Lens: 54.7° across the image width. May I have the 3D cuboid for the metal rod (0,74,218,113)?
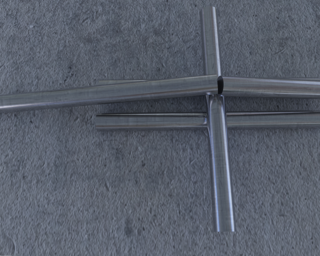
[{"bbox_3d":[-0.080,-0.042,0.397,0.302,0.025,0.025,-4,70,8],"label":"metal rod"}]

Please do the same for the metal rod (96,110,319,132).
[{"bbox_3d":[0.068,-0.010,0.413,0.302,0.025,0.025,-1,70,-1],"label":"metal rod"}]

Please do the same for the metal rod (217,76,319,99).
[{"bbox_3d":[0.221,-0.049,0.404,0.302,0.025,0.025,1,70,-11],"label":"metal rod"}]

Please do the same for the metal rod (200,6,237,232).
[{"bbox_3d":[0.071,-0.026,0.393,0.025,0.025,0.299,0,70,-1],"label":"metal rod"}]

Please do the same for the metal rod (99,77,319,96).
[{"bbox_3d":[0.068,-0.056,0.430,0.302,0.025,0.025,-1,70,-1],"label":"metal rod"}]
